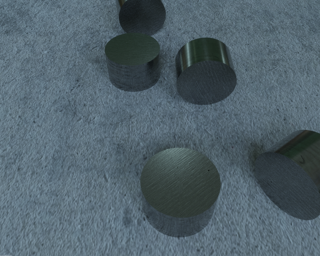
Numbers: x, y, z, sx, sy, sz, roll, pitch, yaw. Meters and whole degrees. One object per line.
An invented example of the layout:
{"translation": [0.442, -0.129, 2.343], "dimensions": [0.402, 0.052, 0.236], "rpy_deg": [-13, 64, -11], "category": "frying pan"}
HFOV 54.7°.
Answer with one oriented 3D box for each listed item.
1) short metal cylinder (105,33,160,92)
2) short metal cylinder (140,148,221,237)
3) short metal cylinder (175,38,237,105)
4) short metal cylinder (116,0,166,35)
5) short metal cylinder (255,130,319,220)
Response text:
{"translation": [-0.040, -0.101, 0.471], "dimensions": [0.080, 0.050, 0.080], "rpy_deg": [0, 50, 0], "category": "short metal cylinder"}
{"translation": [0.021, 0.068, 0.330], "dimensions": [0.080, 0.050, 0.080], "rpy_deg": [0, 50, 0], "category": "short metal cylinder"}
{"translation": [0.062, -0.078, 0.433], "dimensions": [0.081, 0.080, 0.050], "rpy_deg": [0, 50, -1], "category": "short metal cylinder"}
{"translation": [-0.034, -0.207, 0.541], "dimensions": [0.081, 0.080, 0.050], "rpy_deg": [-8, 51, -7], "category": "short metal cylinder"}
{"translation": [0.149, 0.049, 0.328], "dimensions": [0.050, 0.080, 0.080], "rpy_deg": [-29, 56, -22], "category": "short metal cylinder"}
